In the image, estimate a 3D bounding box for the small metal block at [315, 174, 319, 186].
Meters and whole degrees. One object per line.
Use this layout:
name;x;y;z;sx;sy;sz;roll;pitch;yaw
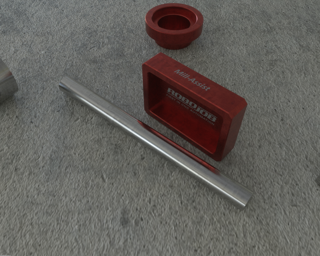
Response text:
small metal block;0.213;0.048;0.349;0.050;0.050;0.025;-18;53;-15

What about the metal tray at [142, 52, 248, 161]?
metal tray;0.036;-0.026;0.383;0.130;0.089;0.030;35;58;25

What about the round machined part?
round machined part;0.024;-0.173;0.538;0.099;0.042;0.098;0;50;0

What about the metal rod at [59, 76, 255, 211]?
metal rod;-0.021;0.008;0.396;0.300;0.025;0.025;32;57;23

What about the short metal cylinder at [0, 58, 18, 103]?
short metal cylinder;-0.243;-0.068;0.421;0.080;0.080;0.050;30;56;22
